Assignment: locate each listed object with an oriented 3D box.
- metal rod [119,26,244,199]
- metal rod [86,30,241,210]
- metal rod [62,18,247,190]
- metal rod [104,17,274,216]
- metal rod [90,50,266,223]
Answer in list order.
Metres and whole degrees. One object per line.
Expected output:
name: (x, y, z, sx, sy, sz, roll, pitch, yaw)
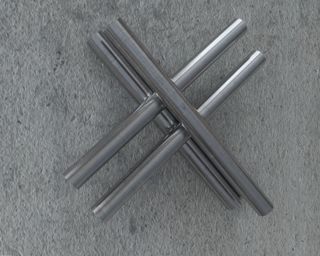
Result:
metal rod: (0.033, -0.015, 0.423, 0.025, 0.025, 0.300, -44, 104, -15)
metal rod: (0.013, -0.001, 0.416, 0.025, 0.025, 0.300, -44, 104, -15)
metal rod: (0.005, -0.040, 0.386, 0.301, 0.025, 0.025, -44, 104, -15)
metal rod: (0.043, -0.003, 0.374, 0.025, 0.025, 0.300, -45, 104, -15)
metal rod: (0.033, 0.001, 0.397, 0.301, 0.025, 0.025, -44, 104, -15)
